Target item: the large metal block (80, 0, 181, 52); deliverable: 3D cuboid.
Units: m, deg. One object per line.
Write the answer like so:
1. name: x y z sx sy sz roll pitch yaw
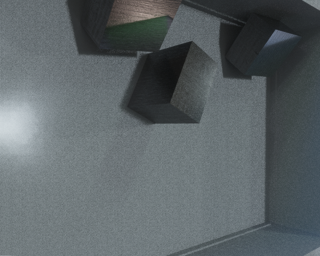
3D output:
1. large metal block: -0.030 -0.133 0.337 0.081 0.050 0.079 -8 139 -40

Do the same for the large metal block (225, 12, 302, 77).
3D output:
1. large metal block: 0.167 -0.131 0.503 0.081 0.050 0.079 -4 137 -40

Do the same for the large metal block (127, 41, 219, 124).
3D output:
1. large metal block: 0.015 -0.052 0.383 0.050 0.080 0.080 31 71 -36
